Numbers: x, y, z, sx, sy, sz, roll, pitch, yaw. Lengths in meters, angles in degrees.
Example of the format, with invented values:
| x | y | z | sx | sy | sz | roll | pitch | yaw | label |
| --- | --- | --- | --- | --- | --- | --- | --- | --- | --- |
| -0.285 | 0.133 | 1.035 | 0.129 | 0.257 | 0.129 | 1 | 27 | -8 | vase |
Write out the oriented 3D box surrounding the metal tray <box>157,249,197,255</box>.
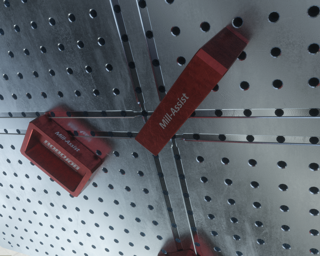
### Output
| x | y | z | sx | sy | sz | roll | pitch | yaw | label |
| --- | --- | --- | --- | --- | --- | --- | --- | --- | --- |
| 0.055 | 0.280 | 0.552 | 0.090 | 0.030 | 0.130 | -29 | 102 | 37 | metal tray |

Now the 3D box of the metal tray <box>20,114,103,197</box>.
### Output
| x | y | z | sx | sy | sz | roll | pitch | yaw | label |
| --- | --- | --- | --- | --- | --- | --- | --- | --- | --- |
| -0.171 | 0.049 | 0.529 | 0.130 | 0.030 | 0.090 | 39 | 129 | 2 | metal tray |

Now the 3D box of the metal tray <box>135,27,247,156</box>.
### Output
| x | y | z | sx | sy | sz | roll | pitch | yaw | label |
| --- | --- | --- | --- | --- | --- | --- | --- | --- | --- |
| 0.031 | -0.037 | 0.330 | 0.030 | 0.090 | 0.129 | 39 | 129 | 2 | metal tray |
